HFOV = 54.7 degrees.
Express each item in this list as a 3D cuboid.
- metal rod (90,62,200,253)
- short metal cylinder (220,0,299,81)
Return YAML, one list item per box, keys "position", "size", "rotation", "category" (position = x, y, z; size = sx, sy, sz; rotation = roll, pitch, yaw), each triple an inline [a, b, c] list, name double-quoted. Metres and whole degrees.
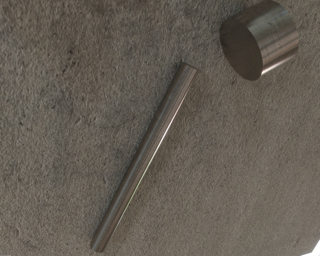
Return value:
- position: [-0.028, 0.051, 0.423]
  size: [0.025, 0.025, 0.298]
  rotation: [15, 110, -35]
  category: "metal rod"
- position: [0.116, -0.104, 0.371]
  size: [0.050, 0.080, 0.080]
  rotation: [-30, 129, -10]
  category: "short metal cylinder"
